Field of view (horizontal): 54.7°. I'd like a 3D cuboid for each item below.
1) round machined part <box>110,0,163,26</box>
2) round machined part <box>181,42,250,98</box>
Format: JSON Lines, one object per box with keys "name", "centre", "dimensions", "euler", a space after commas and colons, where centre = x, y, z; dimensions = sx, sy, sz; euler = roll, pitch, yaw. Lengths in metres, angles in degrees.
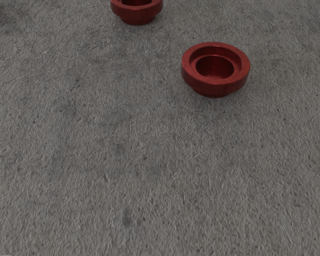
{"name": "round machined part", "centre": [-0.043, -0.230, 0.585], "dimensions": [0.099, 0.042, 0.098], "euler": [0, 50, 0]}
{"name": "round machined part", "centre": [0.080, -0.082, 0.462], "dimensions": [0.099, 0.042, 0.098], "euler": [0, 50, 0]}
